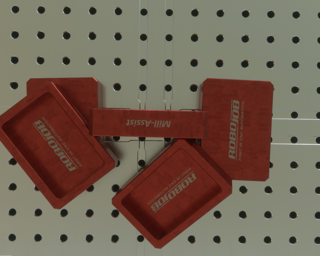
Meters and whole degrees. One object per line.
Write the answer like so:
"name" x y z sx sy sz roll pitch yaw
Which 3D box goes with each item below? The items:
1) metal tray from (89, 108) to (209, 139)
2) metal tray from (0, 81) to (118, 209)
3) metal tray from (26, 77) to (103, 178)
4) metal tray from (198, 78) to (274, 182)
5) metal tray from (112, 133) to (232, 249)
"metal tray" -0.012 -0.005 0.380 0.131 0.090 0.030 2 90 -1
"metal tray" -0.126 0.020 0.377 0.090 0.030 0.130 -38 91 -1
"metal tray" -0.124 0.000 0.409 0.091 0.030 0.129 -1 91 0
"metal tray" 0.098 0.002 0.411 0.091 0.030 0.129 3 90 -1
"metal tray" 0.014 0.081 0.392 0.130 0.030 0.090 -43 91 17
